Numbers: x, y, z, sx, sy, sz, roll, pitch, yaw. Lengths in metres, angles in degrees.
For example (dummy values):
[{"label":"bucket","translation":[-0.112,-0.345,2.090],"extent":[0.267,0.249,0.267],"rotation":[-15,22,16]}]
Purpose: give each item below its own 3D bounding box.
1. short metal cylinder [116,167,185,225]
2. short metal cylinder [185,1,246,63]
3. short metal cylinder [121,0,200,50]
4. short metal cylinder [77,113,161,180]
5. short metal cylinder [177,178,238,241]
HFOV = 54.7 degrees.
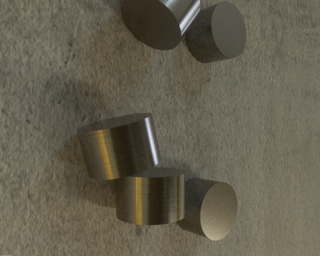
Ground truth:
[{"label":"short metal cylinder","translation":[-0.011,0.076,0.362],"extent":[0.081,0.080,0.050],"rotation":[0,91,-40]},{"label":"short metal cylinder","translation":[0.084,-0.140,0.461],"extent":[0.081,0.050,0.079],"rotation":[0,90,-40]},{"label":"short metal cylinder","translation":[0.001,-0.141,0.371],"extent":[0.080,0.080,0.050],"rotation":[46,62,-31]},{"label":"short metal cylinder","translation":[-0.043,0.017,0.334],"extent":[0.081,0.080,0.050],"rotation":[-20,103,-39]},{"label":"short metal cylinder","translation":[0.067,0.115,0.447],"extent":[0.081,0.050,0.079],"rotation":[0,90,-40]}]
